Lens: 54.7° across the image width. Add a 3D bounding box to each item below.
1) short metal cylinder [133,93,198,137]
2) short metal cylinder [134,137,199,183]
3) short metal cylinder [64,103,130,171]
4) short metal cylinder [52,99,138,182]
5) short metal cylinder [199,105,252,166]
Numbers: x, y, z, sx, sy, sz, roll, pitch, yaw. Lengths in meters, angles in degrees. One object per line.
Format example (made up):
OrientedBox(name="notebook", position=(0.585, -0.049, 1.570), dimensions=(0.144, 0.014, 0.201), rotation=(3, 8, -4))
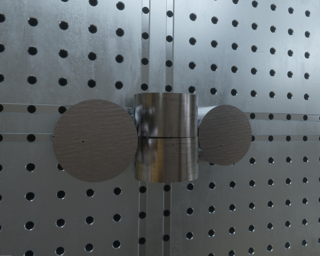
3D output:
OrientedBox(name="short metal cylinder", position=(0.007, -0.015, 0.386), dimensions=(0.081, 0.080, 0.050), rotation=(1, 91, -20))
OrientedBox(name="short metal cylinder", position=(0.008, 0.036, 0.386), dimensions=(0.081, 0.080, 0.050), rotation=(-1, 91, -20))
OrientedBox(name="short metal cylinder", position=(-0.074, 0.008, 0.372), dimensions=(0.081, 0.050, 0.079), rotation=(0, 90, -20))
OrientedBox(name="short metal cylinder", position=(-0.068, 0.012, 0.319), dimensions=(0.081, 0.050, 0.079), rotation=(0, 90, -20))
OrientedBox(name="short metal cylinder", position=(0.078, 0.009, 0.427), dimensions=(0.081, 0.050, 0.079), rotation=(0, 90, -20))
